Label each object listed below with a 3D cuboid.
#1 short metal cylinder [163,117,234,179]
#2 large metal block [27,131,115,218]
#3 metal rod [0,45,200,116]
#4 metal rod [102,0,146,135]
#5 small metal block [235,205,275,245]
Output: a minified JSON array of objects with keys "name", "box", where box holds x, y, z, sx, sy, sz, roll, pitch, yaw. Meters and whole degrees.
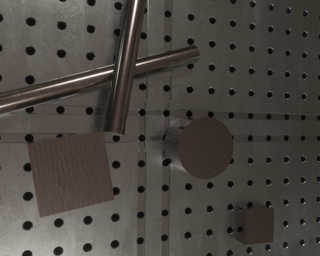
[{"name":"short metal cylinder","box":[0.051,0.025,0.420,0.081,0.050,0.079,0,90,-20]},{"name":"large metal block","box":[-0.104,0.049,0.362,0.081,0.050,0.079,-10,94,-20]},{"name":"metal rod","box":[-0.086,-0.058,0.381,0.302,0.025,0.025,-19,97,-20]},{"name":"metal rod","box":[-0.033,-0.139,0.382,0.025,0.025,0.299,12,79,-20]},{"name":"small metal block","box":[0.143,0.145,0.468,0.050,0.025,0.050,3,89,-20]}]
